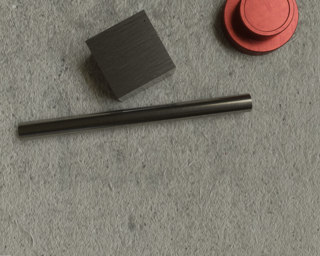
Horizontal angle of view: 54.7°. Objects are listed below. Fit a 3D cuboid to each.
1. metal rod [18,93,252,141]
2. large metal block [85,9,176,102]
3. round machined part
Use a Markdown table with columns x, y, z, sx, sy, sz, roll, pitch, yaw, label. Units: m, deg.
| x | y | z | sx | sy | sz | roll | pitch | yaw | label |
| --- | --- | --- | --- | --- | --- | --- | --- | --- | --- |
| -0.031 | -0.015 | 0.409 | 0.302 | 0.025 | 0.025 | -7 | 90 | -1 | metal rod |
| -0.035 | -0.089 | 0.397 | 0.080 | 0.050 | 0.080 | -29 | 90 | 0 | large metal block |
| 0.132 | -0.147 | 0.403 | 0.099 | 0.042 | 0.097 | 0 | 90 | -1 | round machined part |
